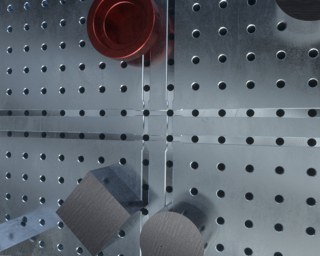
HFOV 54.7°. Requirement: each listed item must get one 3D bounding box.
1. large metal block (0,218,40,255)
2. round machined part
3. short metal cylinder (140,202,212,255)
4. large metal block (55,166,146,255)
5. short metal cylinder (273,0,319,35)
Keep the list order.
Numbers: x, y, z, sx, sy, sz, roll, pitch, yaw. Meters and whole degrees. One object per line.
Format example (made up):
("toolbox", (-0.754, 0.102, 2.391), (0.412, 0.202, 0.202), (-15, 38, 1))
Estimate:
("large metal block", (-0.241, 0.194, 0.469), (0.050, 0.080, 0.080), (25, 98, 18))
("round machined part", (-0.046, -0.139, 0.420), (0.098, 0.042, 0.097), (0, 90, 20))
("short metal cylinder", (0.021, 0.139, 0.392), (0.080, 0.050, 0.080), (0, 90, 20))
("large metal block", (-0.081, 0.112, 0.428), (0.080, 0.050, 0.080), (43, 103, 14))
("short metal cylinder", (0.167, -0.150, 0.340), (0.080, 0.050, 0.080), (0, 90, 20))
